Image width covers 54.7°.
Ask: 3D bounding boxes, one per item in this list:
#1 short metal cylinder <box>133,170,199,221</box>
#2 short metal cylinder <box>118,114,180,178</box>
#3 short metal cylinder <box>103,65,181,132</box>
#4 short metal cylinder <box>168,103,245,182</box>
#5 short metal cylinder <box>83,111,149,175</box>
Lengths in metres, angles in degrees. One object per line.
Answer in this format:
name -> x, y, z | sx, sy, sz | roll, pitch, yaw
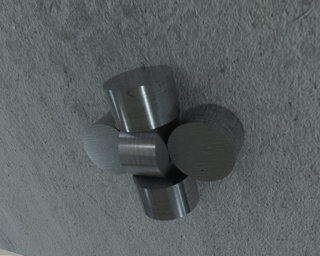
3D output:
short metal cylinder -> 0.009, 0.077, 0.417 | 0.080, 0.080, 0.050 | 0, 118, 28
short metal cylinder -> -0.008, 0.021, 0.391 | 0.050, 0.080, 0.080 | 1, 119, 28
short metal cylinder -> -0.020, -0.036, 0.362 | 0.080, 0.080, 0.050 | 0, 118, 28
short metal cylinder -> 0.056, 0.017, 0.373 | 0.080, 0.050, 0.079 | 13, 124, 21
short metal cylinder -> -0.059, 0.018, 0.435 | 0.080, 0.050, 0.079 | 13, 123, 20
